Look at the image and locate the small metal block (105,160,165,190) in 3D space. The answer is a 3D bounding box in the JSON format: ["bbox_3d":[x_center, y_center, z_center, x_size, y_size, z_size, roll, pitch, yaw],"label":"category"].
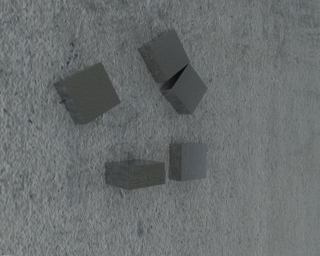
[{"bbox_3d":[-0.029,0.053,0.364,0.050,0.050,0.025,-2,91,-40],"label":"small metal block"}]

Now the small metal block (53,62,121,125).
[{"bbox_3d":[-0.079,-0.038,0.338,0.050,0.025,0.050,-37,113,-34],"label":"small metal block"}]

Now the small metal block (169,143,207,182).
[{"bbox_3d":[0.040,0.047,0.438,0.050,0.025,0.050,1,90,-40],"label":"small metal block"}]

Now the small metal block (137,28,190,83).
[{"bbox_3d":[0.006,-0.096,0.409,0.050,0.025,0.050,-43,116,-31],"label":"small metal block"}]

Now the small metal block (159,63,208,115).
[{"bbox_3d":[0.034,-0.054,0.433,0.050,0.025,0.050,48,62,-30],"label":"small metal block"}]
